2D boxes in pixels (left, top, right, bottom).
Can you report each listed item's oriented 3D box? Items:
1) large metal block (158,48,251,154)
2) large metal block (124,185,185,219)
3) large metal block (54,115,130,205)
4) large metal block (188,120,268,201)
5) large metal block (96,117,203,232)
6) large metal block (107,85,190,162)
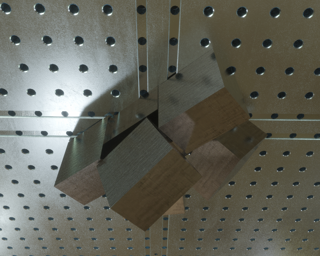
[{"bbox_3d":[0.045,-0.031,0.349,0.080,0.080,0.050,-32,124,24],"label":"large metal block"},{"bbox_3d":[-0.007,0.087,0.440,0.080,0.080,0.050,-7,93,6],"label":"large metal block"},{"bbox_3d":[-0.084,0.042,0.409,0.080,0.080,0.050,-31,124,23],"label":"large metal block"},{"bbox_3d":[0.080,0.034,0.396,0.050,0.081,0.080,42,130,19],"label":"large metal block"},{"bbox_3d":[-0.015,0.046,0.332,0.080,0.080,0.050,-44,121,1],"label":"large metal block"},{"bbox_3d":[-0.009,0.006,0.401,0.080,0.050,0.080,-32,123,24],"label":"large metal block"}]
